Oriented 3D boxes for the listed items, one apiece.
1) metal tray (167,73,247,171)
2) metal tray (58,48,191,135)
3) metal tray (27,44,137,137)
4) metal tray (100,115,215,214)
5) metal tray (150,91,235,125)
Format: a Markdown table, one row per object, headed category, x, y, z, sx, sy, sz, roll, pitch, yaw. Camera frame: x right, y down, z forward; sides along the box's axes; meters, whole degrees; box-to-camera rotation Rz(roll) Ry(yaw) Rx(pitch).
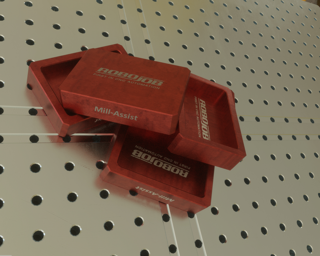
| category | x | y | z | sx | sy | sz | roll | pitch | yaw |
| --- | --- | --- | --- | --- | --- | --- | --- | --- | --- |
| metal tray | 0.056 | -0.015 | 0.403 | 0.091 | 0.030 | 0.130 | 18 | 43 | -17 |
| metal tray | -0.037 | -0.046 | 0.361 | 0.131 | 0.030 | 0.090 | 13 | 45 | 6 |
| metal tray | -0.084 | -0.053 | 0.391 | 0.131 | 0.030 | 0.090 | -25 | 75 | -36 |
| metal tray | 0.003 | 0.040 | 0.381 | 0.131 | 0.030 | 0.090 | 24 | 53 | -14 |
| metal tray | 0.046 | -0.031 | 0.447 | 0.131 | 0.030 | 0.090 | 17 | 55 | -17 |
